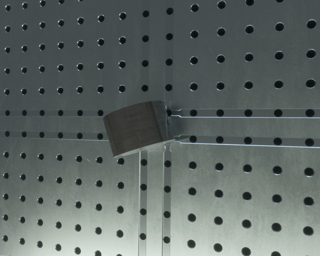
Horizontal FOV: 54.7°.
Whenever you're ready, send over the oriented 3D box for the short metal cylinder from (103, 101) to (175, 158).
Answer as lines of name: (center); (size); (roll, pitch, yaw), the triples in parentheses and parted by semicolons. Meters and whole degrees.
short metal cylinder: (-0.026, 0.002, 0.392); (0.080, 0.080, 0.050); (-19, 83, 19)
